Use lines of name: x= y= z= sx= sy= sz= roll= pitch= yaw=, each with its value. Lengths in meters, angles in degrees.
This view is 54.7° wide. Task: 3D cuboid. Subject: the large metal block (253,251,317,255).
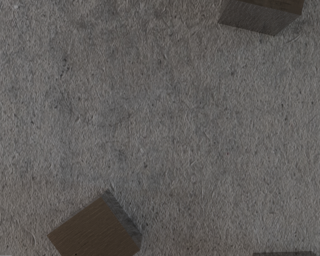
large metal block: x=0.169 y=0.210 z=0.399 sx=0.081 sy=0.050 sz=0.080 roll=-2 pitch=90 yaw=0

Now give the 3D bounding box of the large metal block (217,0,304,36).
large metal block: x=0.123 y=-0.158 z=0.383 sx=0.080 sy=0.080 sz=0.050 roll=13 pitch=90 yaw=0

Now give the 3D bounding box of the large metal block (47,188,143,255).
large metal block: x=-0.080 y=0.138 z=0.397 sx=0.080 sy=0.050 sz=0.080 roll=-36 pitch=90 yaw=0
